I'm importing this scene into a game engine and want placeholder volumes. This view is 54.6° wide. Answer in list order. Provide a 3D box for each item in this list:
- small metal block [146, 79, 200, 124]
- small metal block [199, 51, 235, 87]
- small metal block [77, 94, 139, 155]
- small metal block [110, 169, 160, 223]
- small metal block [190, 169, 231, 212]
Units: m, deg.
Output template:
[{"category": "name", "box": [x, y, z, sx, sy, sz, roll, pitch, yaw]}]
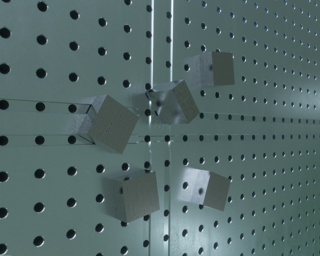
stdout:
[{"category": "small metal block", "box": [0.017, -0.033, 0.406, 0.025, 0.050, 0.050, -42, 116, -32]}, {"category": "small metal block", "box": [0.089, -0.091, 0.482, 0.050, 0.025, 0.050, -8, 96, -40]}, {"category": "small metal block", "box": [-0.059, -0.003, 0.359, 0.050, 0.025, 0.050, 36, 68, -34]}, {"category": "small metal block", "box": [-0.030, 0.082, 0.383, 0.050, 0.025, 0.050, -11, 97, -39]}, {"category": "small metal block", "box": [0.078, 0.096, 0.473, 0.050, 0.025, 0.050, 26, 74, -37]}]
